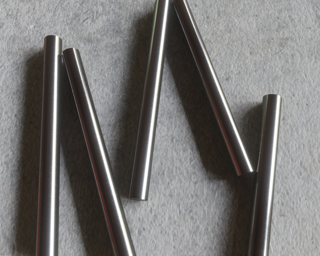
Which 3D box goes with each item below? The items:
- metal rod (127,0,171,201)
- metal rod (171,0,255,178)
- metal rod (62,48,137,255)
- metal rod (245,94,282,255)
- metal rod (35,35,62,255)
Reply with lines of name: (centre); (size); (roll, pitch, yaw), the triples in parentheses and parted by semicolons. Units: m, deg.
metal rod: (-0.011, -0.053, 0.427); (0.025, 0.025, 0.299); (6, 70, 2)
metal rod: (0.066, -0.077, 0.436); (0.025, 0.025, 0.299); (-15, 71, -6)
metal rod: (-0.082, 0.026, 0.397); (0.025, 0.025, 0.299); (-17, 71, -6)
metal rod: (0.123, 0.097, 0.374); (0.025, 0.025, 0.299); (12, 70, 4)
metal rod: (-0.142, 0.012, 0.402); (0.025, 0.025, 0.299); (-5, 70, -2)
